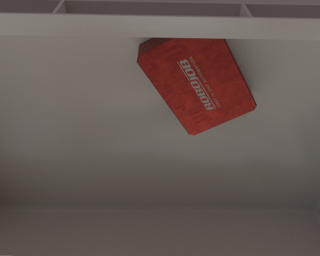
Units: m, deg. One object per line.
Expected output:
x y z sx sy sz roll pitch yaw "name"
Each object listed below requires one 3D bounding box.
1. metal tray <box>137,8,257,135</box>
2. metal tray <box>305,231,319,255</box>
0.045 -0.057 0.358 0.090 0.030 0.130 -25 126 19 "metal tray"
0.372 0.231 0.610 0.131 0.030 0.089 10 130 -9 "metal tray"
